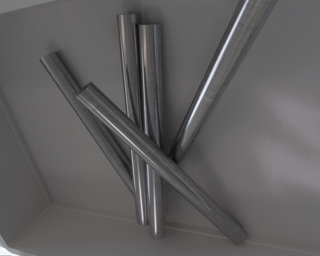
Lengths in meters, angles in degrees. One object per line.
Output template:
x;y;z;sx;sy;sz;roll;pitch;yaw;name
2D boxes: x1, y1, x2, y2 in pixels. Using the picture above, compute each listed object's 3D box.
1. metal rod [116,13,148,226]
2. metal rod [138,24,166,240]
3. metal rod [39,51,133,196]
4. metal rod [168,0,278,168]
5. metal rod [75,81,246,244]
-0.030;0.006;0.411;0.025;0.025;0.298;9;117;23;metal rod
-0.008;0.021;0.403;0.025;0.025;0.298;9;116;23;metal rod
-0.079;0.023;0.464;0.025;0.025;0.299;-22;107;36;metal rod
0.045;-0.024;0.321;0.025;0.025;0.298;31;144;8;metal rod
0.015;0.057;0.392;0.025;0.025;0.300;-28;117;37;metal rod
